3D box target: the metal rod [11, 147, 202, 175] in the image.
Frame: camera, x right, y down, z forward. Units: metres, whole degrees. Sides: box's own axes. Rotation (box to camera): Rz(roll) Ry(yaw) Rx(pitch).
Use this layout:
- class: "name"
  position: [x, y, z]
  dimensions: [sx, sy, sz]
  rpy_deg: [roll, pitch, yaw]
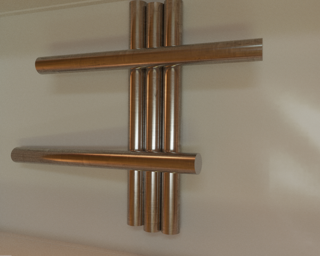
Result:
- class: "metal rod"
  position: [-0.090, 0.042, 0.422]
  dimensions: [0.300, 0.025, 0.025]
  rpy_deg: [0, 90, 27]

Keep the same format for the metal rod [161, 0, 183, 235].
- class: "metal rod"
  position: [0.016, -0.014, 0.403]
  dimensions: [0.025, 0.025, 0.298]
  rpy_deg: [1, 90, 20]

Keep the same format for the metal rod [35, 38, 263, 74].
- class: "metal rod"
  position: [-0.028, -0.088, 0.392]
  dimensions: [0.301, 0.025, 0.025]
  rpy_deg: [0, 90, 20]

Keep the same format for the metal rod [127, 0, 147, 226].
- class: "metal rod"
  position: [-0.031, -0.019, 0.421]
  dimensions: [0.025, 0.025, 0.298]
  rpy_deg: [1, 90, 20]

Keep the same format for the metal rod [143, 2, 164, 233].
- class: "metal rod"
  position: [-0.008, -0.014, 0.412]
  dimensions: [0.025, 0.025, 0.298]
  rpy_deg: [1, 90, 20]
